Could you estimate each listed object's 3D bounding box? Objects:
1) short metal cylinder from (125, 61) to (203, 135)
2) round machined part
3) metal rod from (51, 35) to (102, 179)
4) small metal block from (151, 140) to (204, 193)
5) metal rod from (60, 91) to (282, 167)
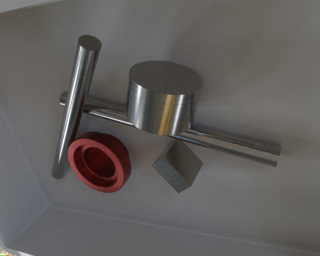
[{"bbox_3d":[0.003,-0.036,0.348,0.080,0.080,0.050,21,126,15],"label":"short metal cylinder"},{"bbox_3d":[-0.086,0.047,0.470,0.098,0.042,0.097,13,124,20],"label":"round machined part"},{"bbox_3d":[-0.128,-0.006,0.441,0.025,0.025,0.298,36,138,4],"label":"metal rod"},{"bbox_3d":[0.024,0.048,0.408,0.050,0.050,0.025,46,129,-5],"label":"small metal block"},{"bbox_3d":[-0.001,-0.004,0.404,0.301,0.025,0.025,15,125,19],"label":"metal rod"}]
